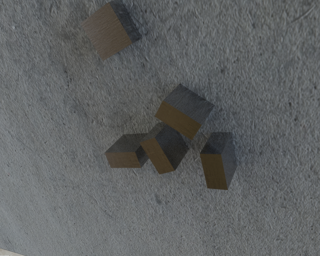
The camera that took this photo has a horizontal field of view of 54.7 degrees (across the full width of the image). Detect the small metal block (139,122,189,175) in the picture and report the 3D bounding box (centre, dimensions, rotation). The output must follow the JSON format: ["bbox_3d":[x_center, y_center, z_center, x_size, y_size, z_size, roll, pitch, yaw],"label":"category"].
[{"bbox_3d":[0.007,0.023,0.402,0.025,0.050,0.050,-20,108,36],"label":"small metal block"}]

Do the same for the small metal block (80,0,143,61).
[{"bbox_3d":[-0.057,-0.115,0.366,0.050,0.025,0.050,-20,108,35],"label":"small metal block"}]

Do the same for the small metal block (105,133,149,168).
[{"bbox_3d":[-0.039,0.031,0.431,0.050,0.050,0.025,-4,116,30],"label":"small metal block"}]

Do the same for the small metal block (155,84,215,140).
[{"bbox_3d":[0.030,-0.020,0.362,0.050,0.050,0.025,33,129,6],"label":"small metal block"}]

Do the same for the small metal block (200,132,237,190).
[{"bbox_3d":[0.073,0.039,0.376,0.025,0.050,0.050,-1,118,29],"label":"small metal block"}]
